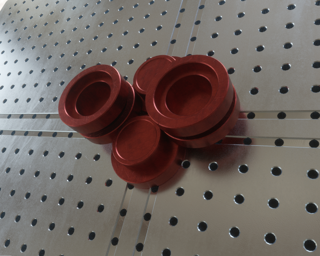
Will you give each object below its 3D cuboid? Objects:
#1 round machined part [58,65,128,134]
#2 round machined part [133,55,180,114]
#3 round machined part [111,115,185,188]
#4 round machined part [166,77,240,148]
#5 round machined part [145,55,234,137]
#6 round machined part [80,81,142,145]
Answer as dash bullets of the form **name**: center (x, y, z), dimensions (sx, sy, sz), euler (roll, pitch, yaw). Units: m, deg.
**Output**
- **round machined part**: center (-0.086, -0.035, 0.423), dimensions (0.098, 0.042, 0.098), euler (-13, 56, 21)
- **round machined part**: center (0.002, -0.063, 0.436), dimensions (0.098, 0.042, 0.098), euler (-13, 56, 21)
- **round machined part**: center (-0.021, 0.023, 0.394), dimensions (0.098, 0.042, 0.098), euler (-13, 56, 21)
- **round machined part**: center (0.050, -0.019, 0.383), dimensions (0.098, 0.042, 0.098), euler (-13, 56, 21)
- **round machined part**: center (0.036, -0.033, 0.357), dimensions (0.098, 0.042, 0.098), euler (-13, 56, 21)
- **round machined part**: center (-0.070, -0.020, 0.447), dimensions (0.098, 0.042, 0.098), euler (-13, 56, 21)
